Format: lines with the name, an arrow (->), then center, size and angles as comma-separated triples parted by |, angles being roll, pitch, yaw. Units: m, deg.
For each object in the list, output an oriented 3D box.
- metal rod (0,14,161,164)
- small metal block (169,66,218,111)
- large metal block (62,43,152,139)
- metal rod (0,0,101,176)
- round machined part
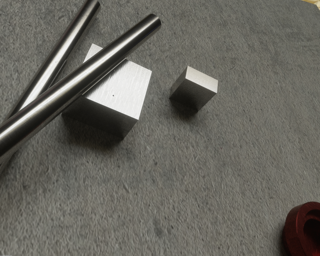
metal rod -> -0.082, -0.052, 0.328 | 0.025, 0.025, 0.301 | 40, 51, -2
small metal block -> 0.048, -0.056, 0.450 | 0.050, 0.050, 0.025 | 23, 53, -15
large metal block -> -0.064, -0.044, 0.382 | 0.080, 0.050, 0.080 | 23, 53, -15
metal rod -> -0.133, -0.067, 0.373 | 0.025, 0.025, 0.300 | 26, 52, -13
round machined part -> 0.205, 0.152, 0.413 | 0.099, 0.042, 0.098 | 14, 56, -21
